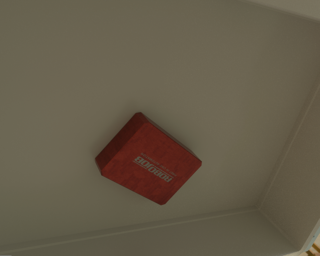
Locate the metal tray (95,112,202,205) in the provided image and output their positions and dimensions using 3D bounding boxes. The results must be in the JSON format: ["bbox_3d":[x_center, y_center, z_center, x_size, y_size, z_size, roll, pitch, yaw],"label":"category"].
[{"bbox_3d":[-0.012,0.047,0.430,0.090,0.030,0.130,-48,129,5],"label":"metal tray"}]
